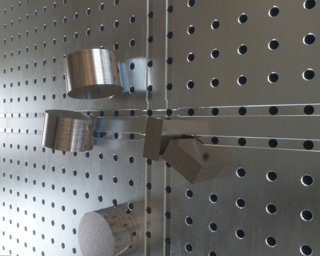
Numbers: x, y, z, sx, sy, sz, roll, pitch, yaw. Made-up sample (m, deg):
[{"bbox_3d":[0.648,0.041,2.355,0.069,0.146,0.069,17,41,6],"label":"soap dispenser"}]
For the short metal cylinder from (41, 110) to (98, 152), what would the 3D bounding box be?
[{"bbox_3d":[-0.144,0.003,0.492,0.080,0.081,0.050,17,101,39],"label":"short metal cylinder"}]

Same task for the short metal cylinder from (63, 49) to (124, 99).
[{"bbox_3d":[-0.097,-0.076,0.454,0.080,0.081,0.050,-14,81,39],"label":"short metal cylinder"}]

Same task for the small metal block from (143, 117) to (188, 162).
[{"bbox_3d":[0.008,0.013,0.387,0.025,0.050,0.050,12,98,39],"label":"small metal block"}]

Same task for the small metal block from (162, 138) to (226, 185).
[{"bbox_3d":[0.040,0.037,0.361,0.050,0.050,0.025,39,114,33],"label":"small metal block"}]

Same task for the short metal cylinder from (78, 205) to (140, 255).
[{"bbox_3d":[-0.075,0.158,0.456,0.080,0.050,0.079,0,90,40],"label":"short metal cylinder"}]
